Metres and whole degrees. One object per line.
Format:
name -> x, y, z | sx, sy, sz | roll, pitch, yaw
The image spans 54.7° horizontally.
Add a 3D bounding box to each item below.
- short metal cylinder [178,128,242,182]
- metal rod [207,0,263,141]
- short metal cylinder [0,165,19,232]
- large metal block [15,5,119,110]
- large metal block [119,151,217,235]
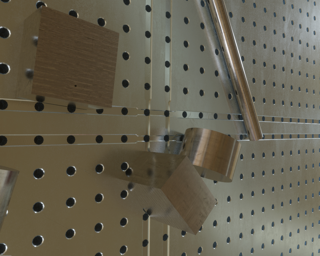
short metal cylinder -> 0.067, 0.038, 0.429 | 0.080, 0.080, 0.050 | 30, 71, -36
metal rod -> 0.119, -0.115, 0.507 | 0.025, 0.025, 0.299 | -34, 111, -35
short metal cylinder -> -0.159, 0.049, 0.240 | 0.080, 0.080, 0.050 | 21, 77, -38
large metal block -> -0.093, -0.065, 0.315 | 0.081, 0.050, 0.080 | 8, 85, -40
large metal block -> 0.010, 0.077, 0.381 | 0.050, 0.080, 0.080 | -49, 119, -29
